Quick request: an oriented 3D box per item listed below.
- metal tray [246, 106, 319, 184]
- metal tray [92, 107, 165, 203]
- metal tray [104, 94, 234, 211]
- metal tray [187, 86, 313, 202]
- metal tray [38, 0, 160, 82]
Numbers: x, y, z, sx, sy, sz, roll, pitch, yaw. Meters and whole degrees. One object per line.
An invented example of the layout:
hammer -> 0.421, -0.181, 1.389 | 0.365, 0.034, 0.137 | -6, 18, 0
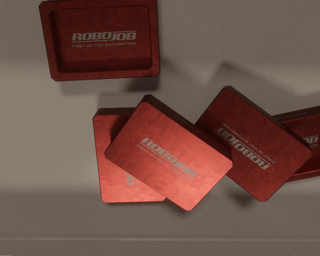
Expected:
metal tray -> 0.177, 0.026, 0.420 | 0.131, 0.030, 0.089 | -12, 110, 4
metal tray -> -0.038, 0.038, 0.422 | 0.091, 0.030, 0.129 | -2, 110, 0
metal tray -> 0.011, 0.032, 0.378 | 0.130, 0.030, 0.090 | 35, 111, -7
metal tray -> 0.108, 0.019, 0.392 | 0.130, 0.030, 0.090 | 38, 112, 5
metal tray -> -0.067, -0.105, 0.368 | 0.131, 0.030, 0.089 | -3, 110, 0
